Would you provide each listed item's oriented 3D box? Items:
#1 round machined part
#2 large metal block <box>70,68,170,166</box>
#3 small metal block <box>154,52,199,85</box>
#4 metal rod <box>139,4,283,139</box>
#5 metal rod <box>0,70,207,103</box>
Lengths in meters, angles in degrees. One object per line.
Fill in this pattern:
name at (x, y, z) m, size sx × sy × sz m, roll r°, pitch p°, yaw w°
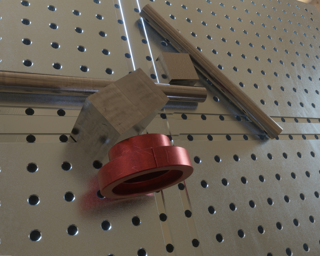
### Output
round machined part at (-0.017, 0.039, 0.329) m, size 0.099 × 0.097 × 0.042 m, roll -2°, pitch 63°, yaw -30°
large metal block at (-0.047, -0.012, 0.356) m, size 0.050 × 0.080 × 0.080 m, roll 47°, pitch 51°, yaw 4°
small metal block at (0.026, -0.088, 0.478) m, size 0.050 × 0.025 × 0.050 m, roll -5°, pitch 64°, yaw -31°
metal rod at (0.083, -0.094, 0.512) m, size 0.300 × 0.025 × 0.025 m, roll 44°, pitch 51°, yaw 1°
metal rod at (-0.068, -0.052, 0.404) m, size 0.303 × 0.025 × 0.025 m, roll 0°, pitch 62°, yaw -28°
